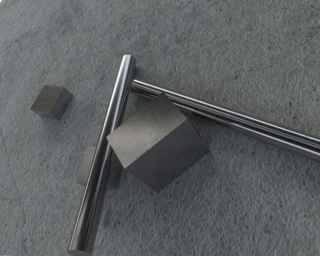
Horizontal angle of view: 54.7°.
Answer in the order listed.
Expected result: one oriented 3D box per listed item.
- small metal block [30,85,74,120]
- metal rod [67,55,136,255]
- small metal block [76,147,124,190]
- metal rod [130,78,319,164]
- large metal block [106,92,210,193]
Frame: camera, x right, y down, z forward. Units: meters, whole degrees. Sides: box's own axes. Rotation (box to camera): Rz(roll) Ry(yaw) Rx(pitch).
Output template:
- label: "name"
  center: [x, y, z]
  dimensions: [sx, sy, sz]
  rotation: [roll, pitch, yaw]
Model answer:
- label: "small metal block"
  center: [-0.183, -0.044, 0.524]
  dimensions: [0.050, 0.025, 0.050]
  rotation: [10, 67, 32]
- label: "metal rod"
  center: [-0.065, 0.009, 0.401]
  dimensions: [0.025, 0.025, 0.300]
  rotation: [-11, 48, 22]
- label: "small metal block"
  center: [-0.077, 0.053, 0.410]
  dimensions: [0.050, 0.025, 0.050]
  rotation: [-2, 61, 27]
- label: "metal rod"
  center: [0.077, -0.013, 0.370]
  dimensions: [0.300, 0.025, 0.025]
  rotation: [23, 74, 36]
- label: "large metal block"
  center: [0.001, 0.019, 0.355]
  dimensions: [0.080, 0.080, 0.050]
  rotation: [-39, 51, 2]
